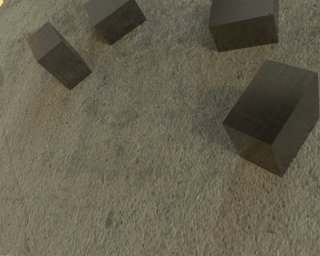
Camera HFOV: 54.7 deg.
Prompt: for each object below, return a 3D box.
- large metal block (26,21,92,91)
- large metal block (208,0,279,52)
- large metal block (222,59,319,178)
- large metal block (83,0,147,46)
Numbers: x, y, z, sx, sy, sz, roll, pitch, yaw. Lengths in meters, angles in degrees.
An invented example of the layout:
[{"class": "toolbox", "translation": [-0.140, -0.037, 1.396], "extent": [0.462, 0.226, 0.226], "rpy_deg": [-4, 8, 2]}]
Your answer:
[{"class": "large metal block", "translation": [-0.175, -0.124, 0.537], "extent": [0.050, 0.080, 0.080], "rpy_deg": [-40, 51, 1]}, {"class": "large metal block", "translation": [0.116, -0.157, 0.423], "extent": [0.080, 0.050, 0.080], "rpy_deg": [-3, 60, 26]}, {"class": "large metal block", "translation": [0.116, -0.008, 0.313], "extent": [0.050, 0.080, 0.080], "rpy_deg": [28, 77, 37]}, {"class": "large metal block", "translation": [-0.082, -0.209, 0.560], "extent": [0.080, 0.050, 0.080], "rpy_deg": [-34, 51, 5]}]
